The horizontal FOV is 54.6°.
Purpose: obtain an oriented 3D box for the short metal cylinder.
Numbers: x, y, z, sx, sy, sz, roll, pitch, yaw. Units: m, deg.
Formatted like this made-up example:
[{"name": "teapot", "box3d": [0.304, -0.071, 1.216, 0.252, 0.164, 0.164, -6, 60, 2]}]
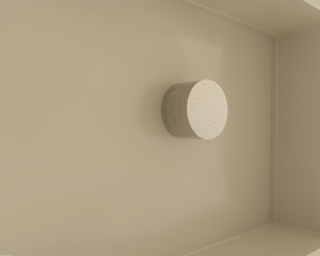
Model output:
[{"name": "short metal cylinder", "box3d": [0.048, -0.025, 0.430, 0.081, 0.050, 0.080, 0, 90, -40]}]
